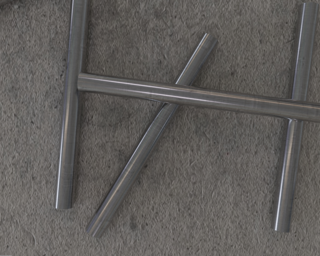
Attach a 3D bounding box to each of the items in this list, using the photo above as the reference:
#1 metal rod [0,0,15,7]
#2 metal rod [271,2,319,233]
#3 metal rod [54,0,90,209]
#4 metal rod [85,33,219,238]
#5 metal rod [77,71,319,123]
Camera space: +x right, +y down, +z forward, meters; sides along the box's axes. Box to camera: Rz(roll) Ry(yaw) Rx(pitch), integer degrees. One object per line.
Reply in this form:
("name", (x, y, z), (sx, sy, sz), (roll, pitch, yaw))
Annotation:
("metal rod", (-0.181, -0.189, 0.408), (0.301, 0.025, 0.025), (-25, 90, 0))
("metal rod", (0.179, -0.014, 0.411), (0.025, 0.025, 0.298), (7, 90, 0))
("metal rod", (-0.115, -0.045, 0.408), (0.025, 0.025, 0.298), (5, 90, 0))
("metal rod", (-0.010, 0.010, 0.409), (0.025, 0.025, 0.299), (31, 90, 0))
("metal rod", (0.051, -0.038, 0.384), (0.302, 0.025, 0.025), (7, 90, 0))
